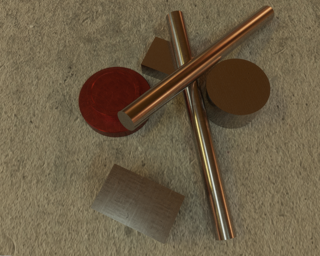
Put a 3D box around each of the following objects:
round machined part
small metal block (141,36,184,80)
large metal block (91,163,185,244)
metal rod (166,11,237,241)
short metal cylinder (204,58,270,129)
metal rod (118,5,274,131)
[{"bbox_3d":[-0.060,-0.040,0.413,0.099,0.042,0.098,0,70,-1],"label":"round machined part"},{"bbox_3d":[0.007,-0.096,0.443,0.050,0.025,0.050,22,71,7],"label":"small metal block"},{"bbox_3d":[-0.022,0.087,0.347,0.080,0.080,0.050,24,72,8],"label":"large metal block"},{"bbox_3d":[0.049,-0.014,0.397,0.025,0.025,0.299,-10,77,-4],"label":"metal rod"},{"bbox_3d":[0.098,-0.045,0.412,0.081,0.050,0.080,0,70,-1],"label":"short metal cylinder"},{"bbox_3d":[0.064,-0.092,0.400,0.025,0.025,0.302,42,59,13],"label":"metal rod"}]
